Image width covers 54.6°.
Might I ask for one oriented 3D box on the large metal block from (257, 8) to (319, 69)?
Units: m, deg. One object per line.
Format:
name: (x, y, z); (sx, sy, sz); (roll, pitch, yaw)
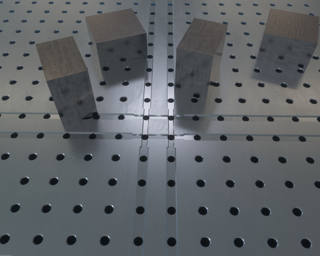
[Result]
large metal block: (0.214, -0.151, 0.520); (0.080, 0.050, 0.080); (15, 52, 12)

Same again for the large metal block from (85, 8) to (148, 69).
large metal block: (-0.072, -0.150, 0.518); (0.081, 0.050, 0.080); (-16, 52, -13)

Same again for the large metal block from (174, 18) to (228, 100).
large metal block: (0.060, -0.102, 0.458); (0.050, 0.080, 0.080); (17, 52, 13)

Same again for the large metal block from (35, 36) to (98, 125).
large metal block: (-0.127, -0.066, 0.427); (0.050, 0.080, 0.080); (-18, 53, -15)
